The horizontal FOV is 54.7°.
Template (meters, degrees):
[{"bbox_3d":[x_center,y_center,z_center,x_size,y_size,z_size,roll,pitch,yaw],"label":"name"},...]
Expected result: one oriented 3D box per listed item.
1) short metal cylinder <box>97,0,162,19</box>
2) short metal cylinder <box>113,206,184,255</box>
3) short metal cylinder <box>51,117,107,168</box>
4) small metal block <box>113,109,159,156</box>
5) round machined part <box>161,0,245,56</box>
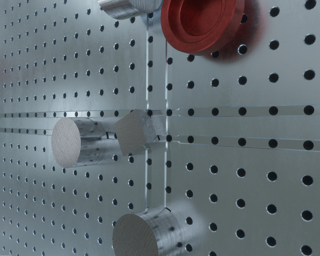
[{"bbox_3d":[-0.041,-0.188,0.407,0.050,0.081,0.079,4,93,40],"label":"short metal cylinder"},{"bbox_3d":[-0.016,0.148,0.407,0.080,0.050,0.080,0,90,40],"label":"short metal cylinder"},{"bbox_3d":[-0.132,0.023,0.502,0.080,0.050,0.080,0,90,40],"label":"short metal cylinder"},{"bbox_3d":[-0.035,0.007,0.438,0.050,0.025,0.050,-31,71,36],"label":"small metal block"},{"bbox_3d":[0.051,-0.132,0.356,0.098,0.042,0.097,0,90,40],"label":"round machined part"}]
